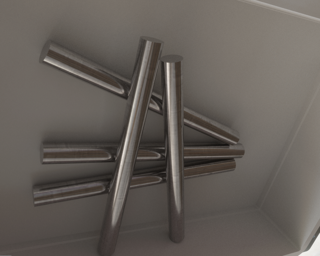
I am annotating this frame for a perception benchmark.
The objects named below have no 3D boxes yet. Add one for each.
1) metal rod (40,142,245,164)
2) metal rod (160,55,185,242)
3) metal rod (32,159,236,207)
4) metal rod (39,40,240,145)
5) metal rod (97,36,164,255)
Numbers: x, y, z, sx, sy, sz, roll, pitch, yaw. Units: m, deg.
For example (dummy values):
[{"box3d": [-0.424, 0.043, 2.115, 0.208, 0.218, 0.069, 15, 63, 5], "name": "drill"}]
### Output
[{"box3d": [-0.003, 0.033, 0.426, 0.303, 0.025, 0.025, 2, 118, -30], "name": "metal rod"}, {"box3d": [0.020, 0.049, 0.417, 0.025, 0.025, 0.298, -17, 125, -19], "name": "metal rod"}, {"box3d": [-0.018, 0.071, 0.442, 0.303, 0.025, 0.025, -5, 121, -26], "name": "metal rod"}, {"box3d": [0.001, -0.030, 0.390, 0.302, 0.025, 0.025, 22, 107, -37], "name": "metal rod"}, {"box3d": [-0.042, 0.041, 0.377, 0.025, 0.025, 0.298, 0, 119, -29], "name": "metal rod"}]
